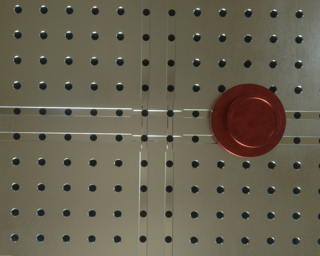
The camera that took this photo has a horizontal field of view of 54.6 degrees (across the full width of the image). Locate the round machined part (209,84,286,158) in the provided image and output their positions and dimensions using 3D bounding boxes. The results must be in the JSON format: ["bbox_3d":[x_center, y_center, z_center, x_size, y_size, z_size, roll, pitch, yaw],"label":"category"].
[{"bbox_3d":[0.117,-0.010,0.406,0.099,0.042,0.097,0,90,0],"label":"round machined part"}]
